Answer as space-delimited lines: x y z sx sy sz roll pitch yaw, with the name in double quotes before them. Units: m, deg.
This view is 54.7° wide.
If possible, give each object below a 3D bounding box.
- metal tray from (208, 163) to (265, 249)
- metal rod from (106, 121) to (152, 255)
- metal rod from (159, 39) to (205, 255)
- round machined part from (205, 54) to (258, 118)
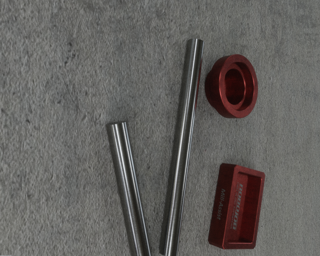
"metal tray" 0.129 0.130 0.513 0.091 0.030 0.129 18 78 -39
"metal rod" -0.027 0.139 0.384 0.025 0.025 0.298 -16 101 -39
"metal rod" 0.032 0.022 0.433 0.025 0.025 0.298 13 82 -40
"round machined part" 0.109 -0.064 0.487 0.099 0.042 0.097 0 90 -40
